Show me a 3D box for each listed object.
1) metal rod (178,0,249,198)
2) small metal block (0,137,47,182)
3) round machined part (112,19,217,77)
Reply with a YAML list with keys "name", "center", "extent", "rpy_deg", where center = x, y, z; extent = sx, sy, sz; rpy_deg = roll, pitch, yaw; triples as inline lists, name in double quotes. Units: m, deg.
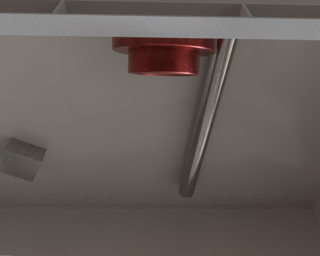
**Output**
- name: "metal rod"
  center: [0.058, -0.011, 0.400]
  extent: [0.025, 0.025, 0.298]
  rpy_deg: [5, 130, -4]
- name: "small metal block"
  center: [-0.198, 0.047, 0.446]
  extent: [0.050, 0.025, 0.050]
  rpy_deg: [23, 126, -19]
- name: "round machined part"
  center: [0.004, -0.072, 0.296]
  extent: [0.099, 0.098, 0.042]
  rpy_deg: [1, 97, -2]
